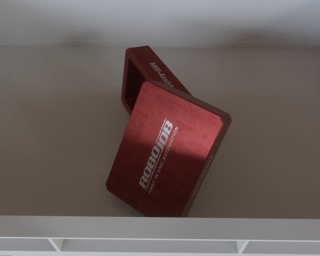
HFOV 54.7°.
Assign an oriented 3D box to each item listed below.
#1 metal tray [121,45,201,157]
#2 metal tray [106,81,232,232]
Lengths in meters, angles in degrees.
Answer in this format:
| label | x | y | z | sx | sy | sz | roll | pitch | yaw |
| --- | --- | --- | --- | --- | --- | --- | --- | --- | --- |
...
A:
| label | x | y | z | sx | sy | sz | roll | pitch | yaw |
| --- | --- | --- | --- | --- | --- | --- | --- | --- | --- |
| metal tray | -0.006 | -0.030 | 0.385 | 0.030 | 0.089 | 0.130 | -16 | 51 | -26 |
| metal tray | 0.005 | 0.027 | 0.319 | 0.090 | 0.129 | 0.030 | 29 | 18 | 22 |
